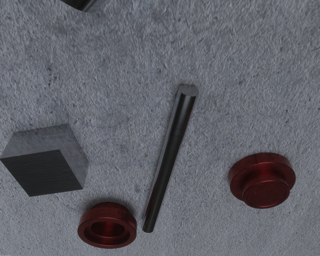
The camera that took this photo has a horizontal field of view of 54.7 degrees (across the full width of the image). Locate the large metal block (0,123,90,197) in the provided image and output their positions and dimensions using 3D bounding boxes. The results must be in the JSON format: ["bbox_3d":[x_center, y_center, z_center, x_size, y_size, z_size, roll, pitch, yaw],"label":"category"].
[{"bbox_3d":[-0.154,0.046,0.428,0.080,0.050,0.080,-9,130,7],"label":"large metal block"}]

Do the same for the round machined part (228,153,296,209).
[{"bbox_3d":[0.157,0.086,0.471,0.099,0.042,0.097,0,130,0],"label":"round machined part"}]

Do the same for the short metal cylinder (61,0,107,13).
[{"bbox_3d":[-0.067,-0.142,0.250,0.080,0.080,0.050,37,121,-27],"label":"short metal cylinder"}]

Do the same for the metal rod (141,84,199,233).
[{"bbox_3d":[0.007,0.067,0.463,0.025,0.025,0.298,8,130,-7],"label":"metal rod"}]

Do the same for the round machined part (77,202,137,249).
[{"bbox_3d":[-0.089,0.165,0.536,0.099,0.042,0.097,0,130,0],"label":"round machined part"}]
